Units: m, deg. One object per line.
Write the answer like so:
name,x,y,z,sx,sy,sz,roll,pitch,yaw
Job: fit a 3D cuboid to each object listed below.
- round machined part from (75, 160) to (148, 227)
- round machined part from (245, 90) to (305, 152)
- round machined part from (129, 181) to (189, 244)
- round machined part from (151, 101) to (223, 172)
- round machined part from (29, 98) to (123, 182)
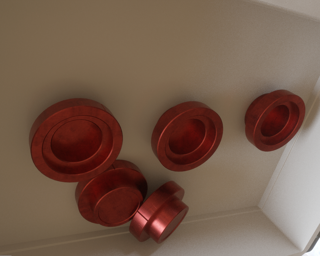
round machined part,-0.062,0.095,0.423,0.099,0.042,0.097,-14,124,-21
round machined part,0.172,-0.015,0.482,0.099,0.042,0.097,-14,124,-21
round machined part,0.005,0.129,0.453,0.098,0.042,0.098,-41,154,-25
round machined part,0.033,0.007,0.420,0.099,0.042,0.097,-14,124,-21
round machined part,-0.096,0.010,0.352,0.099,0.042,0.097,-14,124,-21
